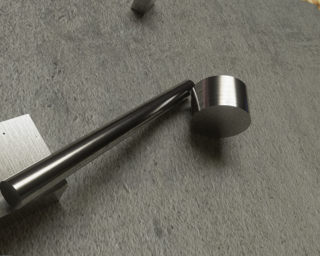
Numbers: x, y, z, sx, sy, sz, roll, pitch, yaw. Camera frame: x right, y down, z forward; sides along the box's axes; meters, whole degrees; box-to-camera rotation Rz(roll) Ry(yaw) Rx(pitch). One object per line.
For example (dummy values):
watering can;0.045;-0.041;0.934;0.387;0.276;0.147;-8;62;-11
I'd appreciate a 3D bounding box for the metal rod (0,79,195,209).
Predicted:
metal rod;-0.035;-0.005;0.350;0.025;0.025;0.302;48;39;5

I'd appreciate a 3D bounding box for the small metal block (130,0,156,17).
small metal block;-0.019;-0.223;0.515;0.025;0.050;0.050;34;51;-7

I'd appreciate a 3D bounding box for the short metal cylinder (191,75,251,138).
short metal cylinder;0.084;-0.028;0.433;0.081;0.080;0.050;17;55;-19

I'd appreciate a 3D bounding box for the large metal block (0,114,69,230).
large metal block;-0.144;0.044;0.284;0.081;0.050;0.080;-25;75;-37
